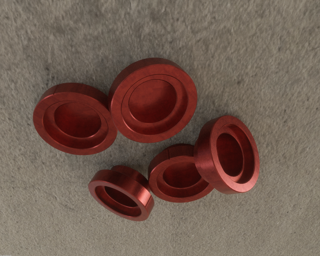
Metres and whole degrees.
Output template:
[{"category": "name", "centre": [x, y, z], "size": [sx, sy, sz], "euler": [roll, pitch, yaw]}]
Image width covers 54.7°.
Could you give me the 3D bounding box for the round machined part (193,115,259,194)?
[{"category": "round machined part", "centre": [0.081, 0.036, 0.397], "size": [0.098, 0.098, 0.042], "euler": [36, 144, -27]}]

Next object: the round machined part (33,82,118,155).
[{"category": "round machined part", "centre": [-0.099, -0.015, 0.381], "size": [0.099, 0.042, 0.097], "euler": [0, 131, 1]}]

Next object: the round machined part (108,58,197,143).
[{"category": "round machined part", "centre": [-0.011, -0.034, 0.355], "size": [0.099, 0.042, 0.097], "euler": [-10, 124, -14]}]

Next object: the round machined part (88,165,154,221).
[{"category": "round machined part", "centre": [-0.052, 0.092, 0.458], "size": [0.098, 0.042, 0.097], "euler": [18, 142, 16]}]

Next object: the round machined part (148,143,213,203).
[{"category": "round machined part", "centre": [0.032, 0.060, 0.446], "size": [0.099, 0.042, 0.097], "euler": [-2, 129, -3]}]
